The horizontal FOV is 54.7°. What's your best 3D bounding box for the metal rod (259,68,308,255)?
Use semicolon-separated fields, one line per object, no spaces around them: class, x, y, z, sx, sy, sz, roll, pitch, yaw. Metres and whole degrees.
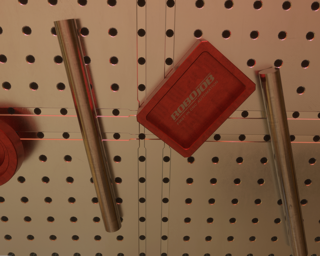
metal rod;0.178;0.062;0.438;0.025;0.025;0.298;-15;110;5

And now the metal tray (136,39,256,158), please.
metal tray;0.044;-0.036;0.398;0.090;0.030;0.130;38;105;-13

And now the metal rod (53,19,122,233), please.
metal rod;-0.091;0.011;0.416;0.025;0.025;0.298;-8;110;2

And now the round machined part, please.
round machined part;-0.230;0.027;0.411;0.099;0.042;0.097;0;110;-1
